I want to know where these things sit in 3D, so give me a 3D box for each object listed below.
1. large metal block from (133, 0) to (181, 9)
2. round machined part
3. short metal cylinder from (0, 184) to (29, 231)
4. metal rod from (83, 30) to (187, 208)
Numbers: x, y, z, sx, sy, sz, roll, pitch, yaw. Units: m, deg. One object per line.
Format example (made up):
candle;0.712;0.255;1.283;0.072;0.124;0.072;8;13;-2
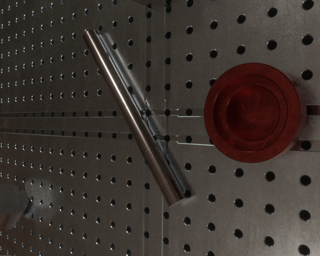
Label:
large metal block;0.005;-0.205;0.388;0.080;0.050;0.079;1;91;39
round machined part;0.098;-0.015;0.316;0.098;0.042;0.097;0;90;39
short metal cylinder;-0.317;0.160;0.631;0.080;0.081;0.050;47;118;29
metal rod;-0.045;-0.027;0.444;0.025;0.025;0.299;-43;64;31
